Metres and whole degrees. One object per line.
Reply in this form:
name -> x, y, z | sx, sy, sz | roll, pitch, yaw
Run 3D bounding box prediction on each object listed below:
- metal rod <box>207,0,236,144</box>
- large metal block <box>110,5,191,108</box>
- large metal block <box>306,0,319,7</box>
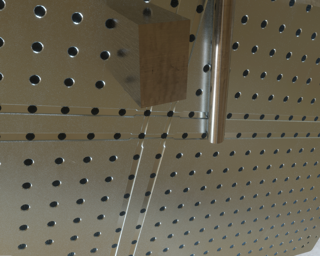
metal rod -> 0.077, -0.109, 0.386 | 0.025, 0.025, 0.298 | -16, 125, -19
large metal block -> -0.012, -0.077, 0.321 | 0.050, 0.080, 0.079 | -13, 124, -21
large metal block -> 0.224, -0.210, 0.387 | 0.080, 0.050, 0.080 | -42, 130, 0
